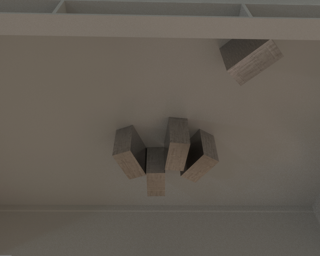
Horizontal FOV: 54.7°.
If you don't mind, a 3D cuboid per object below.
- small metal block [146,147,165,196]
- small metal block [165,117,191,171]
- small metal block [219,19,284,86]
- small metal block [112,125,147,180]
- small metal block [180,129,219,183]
[{"bbox_3d":[-0.006,0.063,0.446,0.025,0.050,0.050,-1,130,0],"label":"small metal block"},{"bbox_3d":[0.022,0.021,0.411,0.025,0.050,0.050,5,130,-5],"label":"small metal block"},{"bbox_3d":[0.094,-0.080,0.326,0.050,0.050,0.025,-36,122,26],"label":"small metal block"},{"bbox_3d":[-0.039,0.033,0.420,0.025,0.050,0.050,-17,128,14],"label":"small metal block"},{"bbox_3d":[0.052,0.038,0.426,0.025,0.050,0.050,26,125,-21],"label":"small metal block"}]
